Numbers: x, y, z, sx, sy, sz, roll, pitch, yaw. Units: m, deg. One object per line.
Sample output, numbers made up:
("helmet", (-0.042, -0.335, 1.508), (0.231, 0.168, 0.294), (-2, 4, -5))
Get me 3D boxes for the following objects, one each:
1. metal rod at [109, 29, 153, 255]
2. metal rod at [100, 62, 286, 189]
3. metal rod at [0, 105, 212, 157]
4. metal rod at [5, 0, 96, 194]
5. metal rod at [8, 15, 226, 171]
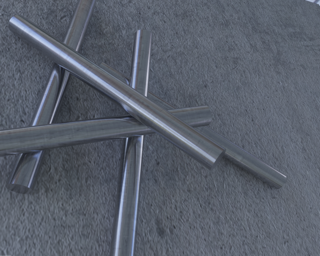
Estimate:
("metal rod", (-0.030, 0.009, 0.360), (0.025, 0.025, 0.299), (14, 63, -21))
("metal rod", (0.047, 0.001, 0.427), (0.301, 0.025, 0.025), (31, 52, -8))
("metal rod", (-0.084, 0.005, 0.313), (0.303, 0.025, 0.025), (-8, 66, -22))
("metal rod", (-0.121, -0.066, 0.378), (0.025, 0.025, 0.300), (18, 54, -18))
("metal rod", (-0.062, -0.050, 0.338), (0.300, 0.025, 0.025), (34, 48, 20))
